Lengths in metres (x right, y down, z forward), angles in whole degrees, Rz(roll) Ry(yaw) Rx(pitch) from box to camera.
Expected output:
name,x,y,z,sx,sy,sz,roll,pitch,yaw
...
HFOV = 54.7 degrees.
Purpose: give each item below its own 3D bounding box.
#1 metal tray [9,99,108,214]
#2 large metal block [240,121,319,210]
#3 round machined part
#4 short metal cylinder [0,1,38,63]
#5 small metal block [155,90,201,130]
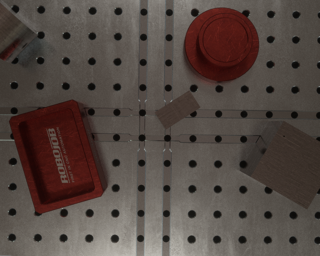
name,x,y,z,sx,sy,sz,roll,pitch,yaw
metal tray,-0.132,0.037,0.409,0.091,0.030,0.129,-16,90,-1
large metal block,0.165,0.045,0.403,0.080,0.050,0.080,30,90,-1
round machined part,0.082,-0.110,0.406,0.099,0.042,0.097,0,90,-1
short metal cylinder,-0.201,-0.127,0.383,0.080,0.080,0.050,44,90,-1
small metal block,0.021,-0.022,0.401,0.050,0.050,0.025,-33,90,0
